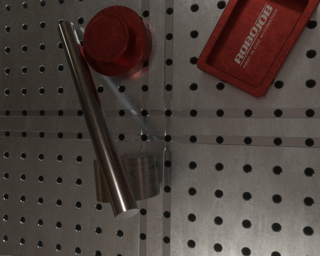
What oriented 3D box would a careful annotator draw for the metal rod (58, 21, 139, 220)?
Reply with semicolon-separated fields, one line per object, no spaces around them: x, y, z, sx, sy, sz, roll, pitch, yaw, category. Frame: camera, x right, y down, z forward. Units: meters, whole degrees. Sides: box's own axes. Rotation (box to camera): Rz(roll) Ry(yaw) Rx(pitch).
-0.087;-0.031;0.387;0.025;0.025;0.299;-34;59;16;metal rod

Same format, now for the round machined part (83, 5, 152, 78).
-0.064;-0.120;0.425;0.098;0.042;0.097;0;90;19;round machined part

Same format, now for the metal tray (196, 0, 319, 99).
0.114;-0.110;0.369;0.090;0.030;0.129;31;100;17;metal tray

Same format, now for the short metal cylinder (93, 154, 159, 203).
-0.043;0.062;0.397;0.080;0.080;0.050;-6;88;19;short metal cylinder
